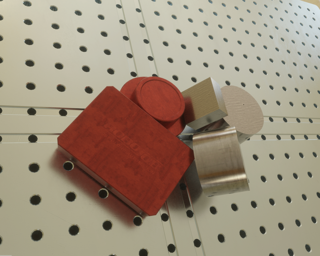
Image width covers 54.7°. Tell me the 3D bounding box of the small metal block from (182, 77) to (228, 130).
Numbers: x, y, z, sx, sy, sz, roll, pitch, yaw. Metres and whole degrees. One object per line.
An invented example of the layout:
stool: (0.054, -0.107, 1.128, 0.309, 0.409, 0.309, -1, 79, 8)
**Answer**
small metal block: (0.057, -0.032, 0.414, 0.025, 0.050, 0.050, 27, 45, -48)

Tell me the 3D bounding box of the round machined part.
round machined part: (-0.007, -0.028, 0.406, 0.099, 0.042, 0.098, 14, 56, -21)

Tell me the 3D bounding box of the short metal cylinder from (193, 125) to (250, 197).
short metal cylinder: (0.075, 0.040, 0.376, 0.050, 0.080, 0.080, -13, 60, 14)

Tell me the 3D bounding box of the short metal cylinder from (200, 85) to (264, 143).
short metal cylinder: (0.102, -0.015, 0.452, 0.081, 0.050, 0.080, 14, 56, -21)

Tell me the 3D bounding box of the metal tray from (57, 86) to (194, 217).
metal tray: (-0.036, 0.026, 0.350, 0.130, 0.030, 0.090, 39, 66, -3)
